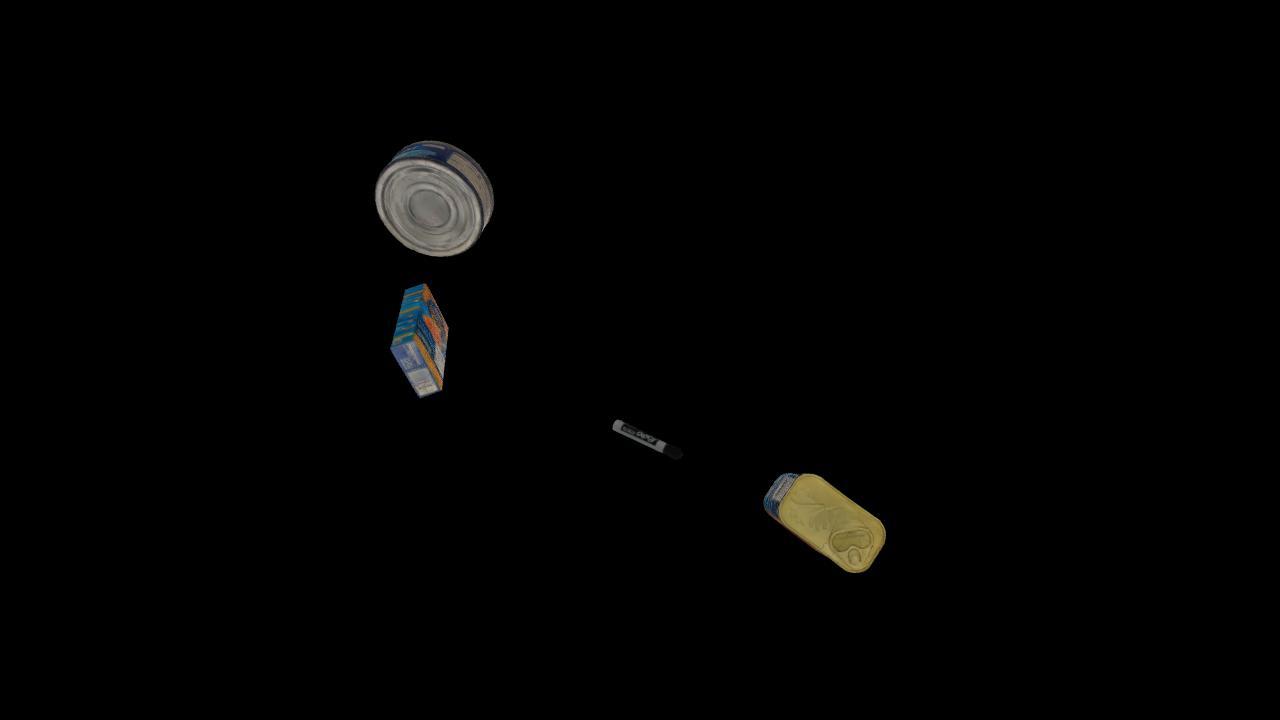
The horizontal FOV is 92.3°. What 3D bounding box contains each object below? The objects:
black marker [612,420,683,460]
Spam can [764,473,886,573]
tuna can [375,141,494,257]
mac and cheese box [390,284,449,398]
[{"bbox_3d":[0.012,0.123,0.944,0.121,0.020,0.020,23,10,26],"label":"black marker"},{"bbox_3d":[0.179,0.158,0.615,0.101,0.058,0.085,37,-6,4],"label":"Spam can"},{"bbox_3d":[-0.159,-0.123,0.476,0.084,0.084,0.034,0,39,5],"label":"tuna can"},{"bbox_3d":[-0.325,-0.033,0.920,0.041,0.093,0.184,-19,35,-1],"label":"mac and cheese box"}]
